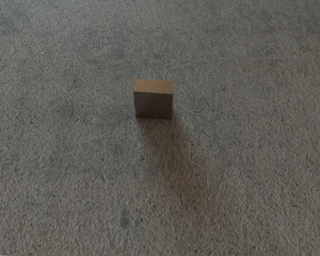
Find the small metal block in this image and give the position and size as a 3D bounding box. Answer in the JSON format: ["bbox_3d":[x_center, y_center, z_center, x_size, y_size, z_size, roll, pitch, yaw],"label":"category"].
[{"bbox_3d":[-0.008,-0.039,0.420,0.050,0.050,0.025,4,50,3],"label":"small metal block"}]
